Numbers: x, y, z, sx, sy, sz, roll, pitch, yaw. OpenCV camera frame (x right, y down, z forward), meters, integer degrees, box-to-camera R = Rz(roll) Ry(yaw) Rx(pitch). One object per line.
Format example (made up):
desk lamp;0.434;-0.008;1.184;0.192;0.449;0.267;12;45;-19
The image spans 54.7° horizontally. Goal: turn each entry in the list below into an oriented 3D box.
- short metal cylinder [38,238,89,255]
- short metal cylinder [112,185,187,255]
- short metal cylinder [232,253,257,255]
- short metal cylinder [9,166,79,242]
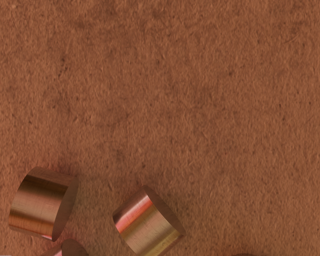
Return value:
short metal cylinder;-0.118;0.186;0.381;0.050;0.080;0.080;-31;90;0
short metal cylinder;-0.013;0.117;0.382;0.050;0.080;0.080;-42;91;0
short metal cylinder;0.116;0.212;0.399;0.081;0.050;0.079;0;90;-1
short metal cylinder;-0.140;0.092;0.381;0.050;0.080;0.080;16;90;0
